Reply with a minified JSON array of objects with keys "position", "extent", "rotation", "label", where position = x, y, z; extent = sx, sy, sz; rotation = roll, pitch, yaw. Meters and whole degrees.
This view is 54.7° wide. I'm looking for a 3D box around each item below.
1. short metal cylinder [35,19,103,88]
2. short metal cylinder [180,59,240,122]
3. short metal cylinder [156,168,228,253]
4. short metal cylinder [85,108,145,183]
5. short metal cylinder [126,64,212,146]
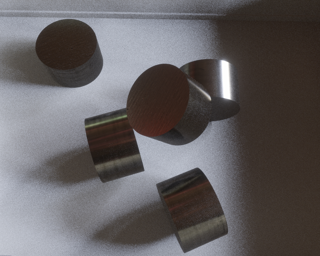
[{"position":[-0.124,-0.103,0.433],"extent":[0.081,0.050,0.080],"rotation":[0,70,0],"label":"short metal cylinder"},{"position":[0.060,-0.045,0.398],"extent":[0.081,0.080,0.050],"rotation":[2,70,0],"label":"short metal cylinder"},{"position":[0.034,0.091,0.348],"extent":[0.050,0.080,0.080],"rotation":[-21,72,-8],"label":"short metal cylinder"},{"position":[-0.054,0.020,0.372],"extent":[0.050,0.080,0.080],"rotation":[-16,71,-6],"label":"short metal cylinder"},{"position":[0.010,-0.024,0.343],"extent":[0.080,0.050,0.080],"rotation":[-11,71,33],"label":"short metal cylinder"}]
